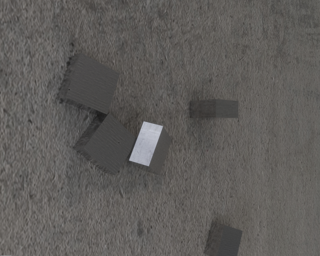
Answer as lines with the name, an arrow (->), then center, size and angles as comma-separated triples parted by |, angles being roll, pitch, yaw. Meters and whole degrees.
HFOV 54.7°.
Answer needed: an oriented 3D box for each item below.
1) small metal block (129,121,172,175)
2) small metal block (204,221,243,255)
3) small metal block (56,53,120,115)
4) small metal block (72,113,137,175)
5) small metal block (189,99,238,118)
small metal block -> -0.010, 0.026, 0.381 | 0.050, 0.025, 0.050 | 56, 51, -65
small metal block -> 0.101, 0.180, 0.489 | 0.050, 0.025, 0.050 | 28, 72, -36
small metal block -> -0.078, -0.046, 0.339 | 0.050, 0.025, 0.050 | 24, 75, -37
small metal block -> -0.061, 0.018, 0.353 | 0.050, 0.025, 0.050 | 46, 63, -30
small metal block -> 0.079, -0.027, 0.454 | 0.050, 0.050, 0.025 | 0, 90, -40
